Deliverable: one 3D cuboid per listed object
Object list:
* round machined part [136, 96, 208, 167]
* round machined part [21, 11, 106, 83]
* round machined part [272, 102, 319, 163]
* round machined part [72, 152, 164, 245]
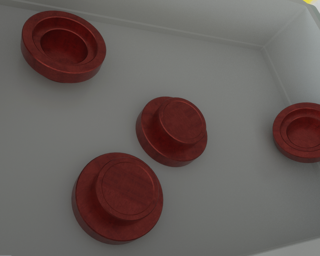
[{"bbox_3d":[0.021,-0.002,0.409,0.099,0.042,0.098,14,56,-21],"label":"round machined part"},{"bbox_3d":[-0.121,-0.096,0.389,0.099,0.042,0.098,14,56,-21],"label":"round machined part"},{"bbox_3d":[0.233,0.011,0.495,0.098,0.042,0.098,-9,59,16],"label":"round machined part"},{"bbox_3d":[-0.040,0.070,0.331,0.099,0.042,0.098,14,56,-21],"label":"round machined part"}]
